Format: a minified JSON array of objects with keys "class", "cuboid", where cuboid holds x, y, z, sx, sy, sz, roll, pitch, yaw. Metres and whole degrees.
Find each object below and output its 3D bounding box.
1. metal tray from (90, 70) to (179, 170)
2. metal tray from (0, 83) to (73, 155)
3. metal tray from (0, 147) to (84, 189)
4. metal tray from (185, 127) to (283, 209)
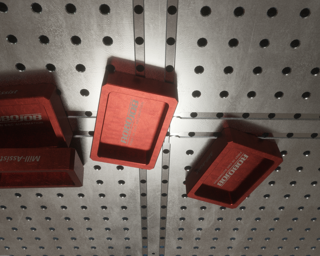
[{"class":"metal tray","cuboid":[-0.037,-0.004,0.403,0.091,0.030,0.129,11,129,-10]},{"class":"metal tray","cuboid":[-0.190,-0.008,0.398,0.131,0.030,0.089,-4,130,2]},{"class":"metal tray","cuboid":[-0.178,0.057,0.425,0.131,0.030,0.090,0,155,-6]},{"class":"metal tray","cuboid":[0.106,0.065,0.465,0.091,0.030,0.129,18,128,-16]}]
